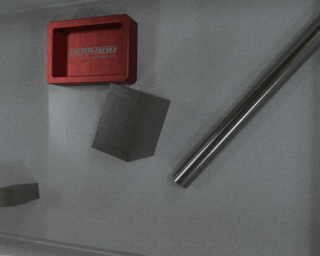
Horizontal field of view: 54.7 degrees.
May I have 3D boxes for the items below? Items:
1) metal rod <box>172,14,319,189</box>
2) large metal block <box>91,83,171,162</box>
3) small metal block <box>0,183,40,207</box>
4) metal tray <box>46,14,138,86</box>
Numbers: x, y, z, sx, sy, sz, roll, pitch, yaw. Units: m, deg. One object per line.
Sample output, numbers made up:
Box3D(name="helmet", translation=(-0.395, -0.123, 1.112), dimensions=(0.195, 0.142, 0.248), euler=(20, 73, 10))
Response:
Box3D(name="metal rod", translation=(0.121, -0.041, 0.367), dimensions=(0.025, 0.025, 0.299), euler=(44, 103, 14))
Box3D(name="large metal block", translation=(-0.033, -0.007, 0.392), dimensions=(0.050, 0.080, 0.080), euler=(20, 97, 18))
Box3D(name="small metal block", translation=(-0.223, 0.102, 0.474), dimensions=(0.050, 0.050, 0.025), euler=(-8, 88, 19))
Box3D(name="metal tray", translation=(-0.098, -0.107, 0.440), dimensions=(0.130, 0.030, 0.089), euler=(1, 90, 19))
